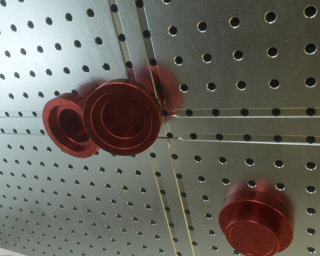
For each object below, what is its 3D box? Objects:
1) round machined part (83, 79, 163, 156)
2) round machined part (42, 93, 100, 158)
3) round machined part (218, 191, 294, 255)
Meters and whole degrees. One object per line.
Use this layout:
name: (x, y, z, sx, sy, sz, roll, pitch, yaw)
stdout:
round machined part: (-0.045, -0.016, 0.400, 0.099, 0.042, 0.097, 3, 113, 7)
round machined part: (-0.120, -0.008, 0.456, 0.098, 0.042, 0.097, 13, 124, 21)
round machined part: (0.127, 0.136, 0.417, 0.098, 0.042, 0.097, 13, 124, 20)
